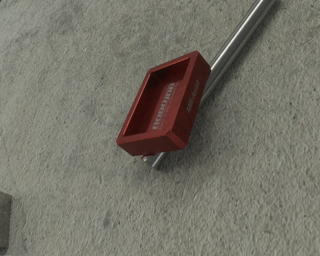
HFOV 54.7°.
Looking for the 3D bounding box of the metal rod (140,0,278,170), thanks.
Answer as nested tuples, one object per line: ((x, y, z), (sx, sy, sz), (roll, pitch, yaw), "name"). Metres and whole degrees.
((0.073, -0.074, 0.410), (0.025, 0.025, 0.300), (28, 77, 37), "metal rod")

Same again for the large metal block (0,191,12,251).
((-0.263, 0.139, 0.438), (0.080, 0.050, 0.080), (-25, 53, 12), "large metal block")

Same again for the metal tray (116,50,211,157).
((0.006, -0.031, 0.387), (0.090, 0.030, 0.130), (-12, 46, 42), "metal tray")
